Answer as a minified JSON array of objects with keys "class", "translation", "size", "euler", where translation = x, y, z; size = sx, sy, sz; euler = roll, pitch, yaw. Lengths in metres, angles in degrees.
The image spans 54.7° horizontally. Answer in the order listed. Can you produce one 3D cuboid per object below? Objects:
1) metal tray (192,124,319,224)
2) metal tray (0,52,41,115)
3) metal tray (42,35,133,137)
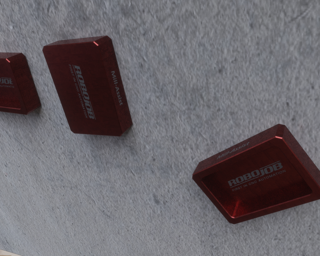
[{"class":"metal tray","translation":[0.116,0.062,0.379],"size":[0.130,0.030,0.090],"euler":[-33,100,38]},{"class":"metal tray","translation":[-0.260,-0.072,0.492],"size":[0.130,0.030,0.089],"euler":[7,122,24]},{"class":"metal tray","translation":[-0.096,-0.053,0.419],"size":[0.090,0.030,0.129],"euler":[3,120,26]}]
